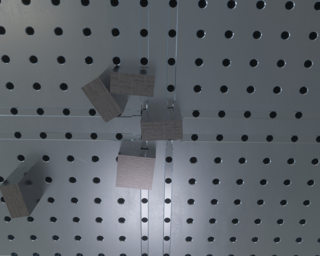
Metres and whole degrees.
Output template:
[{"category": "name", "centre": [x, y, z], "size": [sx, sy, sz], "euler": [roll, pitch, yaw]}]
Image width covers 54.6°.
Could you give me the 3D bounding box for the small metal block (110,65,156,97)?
[{"category": "small metal block", "centre": [-0.032, -0.058, 0.378], "size": [0.050, 0.050, 0.025], "euler": [5, 110, -2]}]

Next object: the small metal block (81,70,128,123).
[{"category": "small metal block", "centre": [-0.067, -0.041, 0.385], "size": [0.025, 0.050, 0.050], "euler": [-30, 107, 11]}]

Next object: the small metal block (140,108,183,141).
[{"category": "small metal block", "centre": [0.002, -0.006, 0.398], "size": [0.050, 0.050, 0.025], "euler": [-3, 110, 1]}]

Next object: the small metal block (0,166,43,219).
[{"category": "small metal block", "centre": [-0.191, 0.088, 0.431], "size": [0.025, 0.050, 0.050], "euler": [-9, 110, 3]}]

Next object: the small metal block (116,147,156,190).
[{"category": "small metal block", "centre": [-0.034, 0.057, 0.434], "size": [0.050, 0.025, 0.050], "euler": [6, 110, -3]}]
